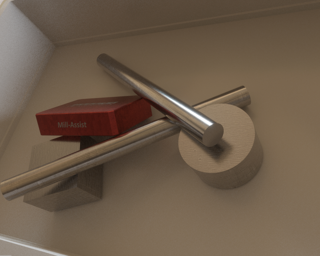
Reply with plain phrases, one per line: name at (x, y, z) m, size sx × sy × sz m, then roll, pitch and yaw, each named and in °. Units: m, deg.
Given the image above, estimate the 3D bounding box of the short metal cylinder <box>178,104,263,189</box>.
short metal cylinder at (0.067, 0.020, 0.338) m, size 0.080 × 0.050 × 0.080 m, roll -13°, pitch 56°, yaw 20°

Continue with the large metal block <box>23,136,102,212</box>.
large metal block at (-0.125, 0.058, 0.412) m, size 0.080 × 0.050 × 0.080 m, roll -18°, pitch 55°, yaw 17°

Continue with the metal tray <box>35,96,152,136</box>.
metal tray at (-0.088, -0.018, 0.421) m, size 0.130 × 0.030 × 0.091 m, roll 0°, pitch 18°, yaw 29°

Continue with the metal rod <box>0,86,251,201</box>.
metal rod at (-0.037, 0.016, 0.364) m, size 0.302 × 0.025 × 0.025 m, roll -22°, pitch 53°, yaw -3°

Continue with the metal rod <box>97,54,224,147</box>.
metal rod at (-0.022, -0.054, 0.410) m, size 0.025 × 0.025 × 0.300 m, roll -46°, pitch 39°, yaw -4°
